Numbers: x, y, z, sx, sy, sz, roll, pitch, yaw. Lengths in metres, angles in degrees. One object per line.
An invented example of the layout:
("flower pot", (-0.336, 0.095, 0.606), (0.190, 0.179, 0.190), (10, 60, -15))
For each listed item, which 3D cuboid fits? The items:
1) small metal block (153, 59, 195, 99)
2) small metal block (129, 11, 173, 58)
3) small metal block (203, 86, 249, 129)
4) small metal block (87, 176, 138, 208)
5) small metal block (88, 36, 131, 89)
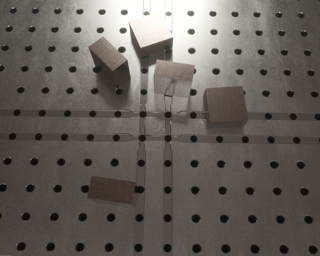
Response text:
("small metal block", (0.018, -0.066, 0.423), (0.050, 0.050, 0.025), (9, 71, 3))
("small metal block", (-0.013, -0.140, 0.463), (0.050, 0.025, 0.050), (-21, 72, -8))
("small metal block", (0.089, -0.028, 0.423), (0.050, 0.025, 0.050), (-4, 70, -2))
("small metal block", (-0.054, 0.078, 0.369), (0.050, 0.050, 0.025), (8, 70, 2))
("small metal block", (-0.069, -0.090, 0.430), (0.025, 0.050, 0.050), (-41, 76, -14))
